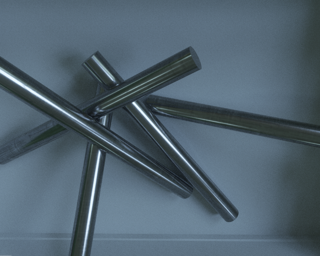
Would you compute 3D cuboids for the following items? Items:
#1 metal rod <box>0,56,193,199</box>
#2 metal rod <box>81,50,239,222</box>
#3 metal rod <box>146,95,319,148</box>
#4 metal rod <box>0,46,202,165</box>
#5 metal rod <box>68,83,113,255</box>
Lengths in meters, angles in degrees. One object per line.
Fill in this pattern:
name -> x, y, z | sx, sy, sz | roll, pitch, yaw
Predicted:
metal rod -> -0.060, 0.016, 0.360 | 0.025, 0.025, 0.301 | -42, 126, 14
metal rod -> 0.013, 0.025, 0.405 | 0.025, 0.025, 0.300 | -37, 112, 12
metal rod -> 0.128, -0.001, 0.361 | 0.301, 0.025, 0.025 | 12, 111, 16
metal rod -> -0.091, -0.015, 0.364 | 0.300, 0.025, 0.025 | -23, 109, 24
metal rod -> -0.085, 0.081, 0.374 | 0.025, 0.025, 0.298 | 8, 84, -3
